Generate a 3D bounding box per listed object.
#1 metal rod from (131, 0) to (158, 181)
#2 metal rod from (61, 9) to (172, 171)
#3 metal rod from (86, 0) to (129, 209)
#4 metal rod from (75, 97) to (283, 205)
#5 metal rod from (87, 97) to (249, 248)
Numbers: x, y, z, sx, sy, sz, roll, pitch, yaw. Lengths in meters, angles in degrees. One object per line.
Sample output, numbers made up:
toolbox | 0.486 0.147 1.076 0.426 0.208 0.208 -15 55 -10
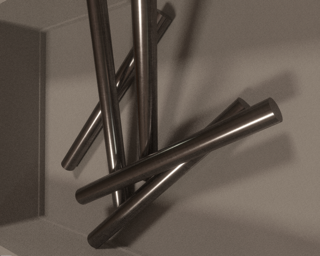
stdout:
metal rod | -0.015 -0.061 0.339 0.025 0.025 0.298 28 132 36
metal rod | -0.077 -0.041 0.467 0.025 0.025 0.298 52 120 27
metal rod | -0.068 -0.032 0.415 0.025 0.025 0.298 7 109 39
metal rod | -0.004 0.041 0.366 0.299 0.025 0.025 -28 73 34
metal rod | -0.002 0.072 0.395 0.299 0.025 0.025 -45 63 26
